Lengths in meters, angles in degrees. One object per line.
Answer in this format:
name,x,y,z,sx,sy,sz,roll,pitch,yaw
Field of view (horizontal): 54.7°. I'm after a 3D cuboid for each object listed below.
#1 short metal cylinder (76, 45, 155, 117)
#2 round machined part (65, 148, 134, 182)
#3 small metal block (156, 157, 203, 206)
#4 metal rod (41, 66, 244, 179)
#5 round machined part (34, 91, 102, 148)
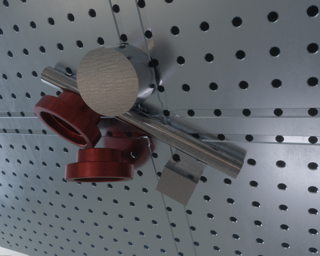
short metal cylinder,-0.052,-0.059,0.376,0.080,0.050,0.079,7,111,19
round machined part,-0.089,0.056,0.458,0.098,0.098,0.042,-11,73,33
small metal block,0.027,0.077,0.445,0.050,0.025,0.050,27,128,11
metal rod,-0.032,-0.012,0.420,0.301,0.025,0.025,26,128,11
round machined part,-0.124,-0.014,0.440,0.098,0.042,0.098,26,155,13
